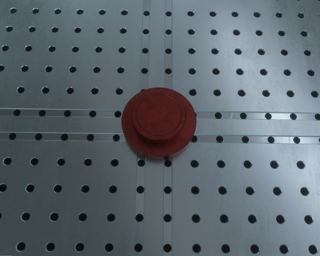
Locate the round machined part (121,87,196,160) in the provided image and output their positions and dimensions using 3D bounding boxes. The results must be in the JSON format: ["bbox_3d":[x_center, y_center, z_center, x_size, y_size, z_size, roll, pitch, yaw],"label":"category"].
[{"bbox_3d":[-0.001,-0.010,0.406,0.099,0.042,0.098,0,70,-1],"label":"round machined part"}]
